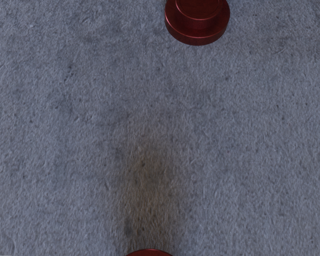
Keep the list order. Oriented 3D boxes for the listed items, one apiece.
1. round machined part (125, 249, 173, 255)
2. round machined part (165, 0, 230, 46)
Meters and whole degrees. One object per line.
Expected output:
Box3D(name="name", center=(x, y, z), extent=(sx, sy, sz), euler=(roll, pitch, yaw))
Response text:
Box3D(name="round machined part", center=(-0.012, 0.182, 0.333), extent=(0.099, 0.042, 0.098), euler=(0, 70, -1))
Box3D(name="round machined part", center=(0.057, -0.177, 0.464), extent=(0.099, 0.042, 0.098), euler=(0, 70, -1))
